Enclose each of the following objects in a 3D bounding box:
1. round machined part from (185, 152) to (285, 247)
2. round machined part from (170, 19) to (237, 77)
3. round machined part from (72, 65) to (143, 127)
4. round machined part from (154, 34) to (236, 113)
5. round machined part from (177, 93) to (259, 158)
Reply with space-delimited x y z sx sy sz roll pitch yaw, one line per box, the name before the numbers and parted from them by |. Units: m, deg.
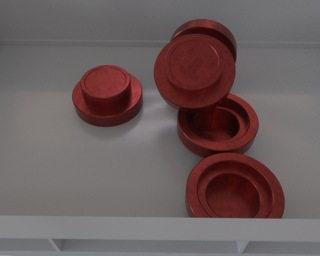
round machined part | 0.076 0.077 0.329 0.099 0.042 0.098 0 50 0
round machined part | 0.058 -0.100 0.441 0.098 0.097 0.042 9 48 7
round machined part | -0.074 -0.052 0.437 0.099 0.042 0.098 0 50 0
round machined part | 0.041 -0.070 0.373 0.099 0.042 0.098 -1 77 6
round machined part | 0.070 0.001 0.394 0.099 0.042 0.098 0 50 0
